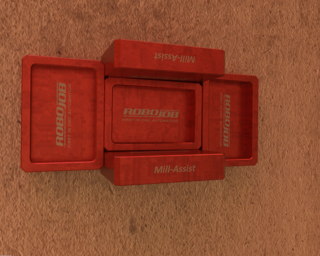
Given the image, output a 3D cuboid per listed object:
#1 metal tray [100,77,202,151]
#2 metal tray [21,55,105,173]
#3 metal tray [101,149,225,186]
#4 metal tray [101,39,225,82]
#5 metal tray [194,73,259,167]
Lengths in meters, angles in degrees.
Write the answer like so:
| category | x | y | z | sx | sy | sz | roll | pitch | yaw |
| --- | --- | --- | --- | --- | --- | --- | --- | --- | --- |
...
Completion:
| category | x | y | z | sx | sy | sz | roll | pitch | yaw |
| --- | --- | --- | --- | --- | --- | --- | --- | --- | --- |
| metal tray | -0.010 | -0.016 | 0.405 | 0.131 | 0.030 | 0.089 | 1 | 90 | -21 |
| metal tray | -0.114 | -0.016 | 0.366 | 0.091 | 0.030 | 0.129 | 1 | 90 | -21 |
| metal tray | 0.001 | 0.044 | 0.375 | 0.131 | 0.090 | 0.030 | 0 | 90 | -20 |
| metal tray | 0.001 | -0.076 | 0.377 | 0.131 | 0.090 | 0.030 | 0 | 90 | -20 |
| metal tray | 0.095 | -0.011 | 0.444 | 0.091 | 0.030 | 0.129 | 1 | 90 | -21 |
